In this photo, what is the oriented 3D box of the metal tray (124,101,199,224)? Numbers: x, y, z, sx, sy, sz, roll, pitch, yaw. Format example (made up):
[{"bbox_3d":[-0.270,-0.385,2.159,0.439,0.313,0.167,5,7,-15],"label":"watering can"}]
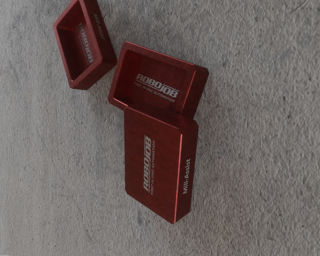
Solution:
[{"bbox_3d":[-0.003,0.041,0.379,0.090,0.030,0.129,24,123,37],"label":"metal tray"}]

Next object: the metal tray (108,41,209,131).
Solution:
[{"bbox_3d":[-0.008,-0.054,0.408,0.130,0.030,0.089,29,108,36],"label":"metal tray"}]

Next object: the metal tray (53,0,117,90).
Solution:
[{"bbox_3d":[-0.125,-0.139,0.505,0.090,0.030,0.130,-31,71,35],"label":"metal tray"}]
